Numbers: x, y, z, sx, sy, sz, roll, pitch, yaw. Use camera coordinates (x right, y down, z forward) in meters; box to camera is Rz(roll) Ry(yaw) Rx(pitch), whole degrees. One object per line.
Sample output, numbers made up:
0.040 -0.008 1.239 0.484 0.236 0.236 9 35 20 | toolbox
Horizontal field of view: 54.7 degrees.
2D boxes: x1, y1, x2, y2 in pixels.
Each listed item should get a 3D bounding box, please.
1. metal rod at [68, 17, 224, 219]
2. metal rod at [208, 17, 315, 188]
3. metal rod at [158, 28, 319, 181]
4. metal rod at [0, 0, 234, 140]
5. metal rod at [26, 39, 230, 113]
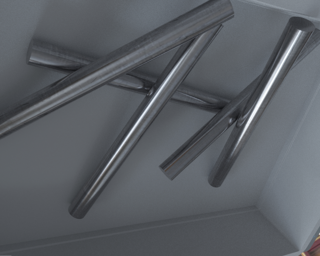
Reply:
-0.028 0.000 0.369 0.025 0.025 0.299 22 115 -37 | metal rod
0.113 -0.004 0.404 0.025 0.025 0.298 -15 145 -21 | metal rod
0.118 -0.039 0.422 0.301 0.025 0.025 -41 130 -12 | metal rod
-0.069 -0.048 0.303 0.301 0.025 0.025 -27 129 3 | metal rod
-0.001 -0.048 0.379 0.302 0.025 0.025 11 113 -34 | metal rod
